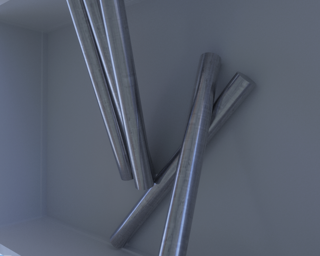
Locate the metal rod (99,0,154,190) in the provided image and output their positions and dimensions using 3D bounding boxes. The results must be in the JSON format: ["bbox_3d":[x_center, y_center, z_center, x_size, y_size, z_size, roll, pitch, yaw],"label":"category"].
[{"bbox_3d":[-0.040,-0.065,0.343,0.025,0.025,0.298,10,117,39],"label":"metal rod"}]

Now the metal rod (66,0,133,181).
[{"bbox_3d":[-0.075,-0.065,0.387,0.025,0.025,0.298,8,121,40],"label":"metal rod"}]

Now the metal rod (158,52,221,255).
[{"bbox_3d":[0.026,0.055,0.306,0.025,0.025,0.299,-5,62,40],"label":"metal rod"}]

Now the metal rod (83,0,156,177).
[{"bbox_3d":[-0.052,-0.065,0.368,0.025,0.025,0.298,5,119,40],"label":"metal rod"}]

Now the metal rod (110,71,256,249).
[{"bbox_3d":[0.015,0.057,0.394,0.025,0.025,0.298,50,119,28],"label":"metal rod"}]
